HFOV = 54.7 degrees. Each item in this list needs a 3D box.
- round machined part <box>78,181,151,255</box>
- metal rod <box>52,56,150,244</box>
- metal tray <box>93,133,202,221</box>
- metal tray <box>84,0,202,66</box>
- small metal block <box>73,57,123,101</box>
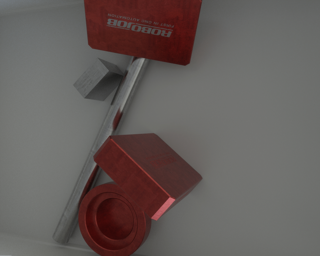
[{"bbox_3d":[-0.057,0.121,0.421,0.098,0.042,0.097,0,90,19],"label":"round machined part"},{"bbox_3d":[-0.085,0.030,0.438,0.025,0.025,0.298,28,99,17],"label":"metal rod"},{"bbox_3d":[-0.006,0.047,0.356,0.090,0.130,0.030,42,103,15],"label":"metal tray"},{"bbox_3d":[-0.021,-0.129,0.368,0.131,0.030,0.089,11,138,3],"label":"metal tray"},{"bbox_3d":[-0.081,-0.065,0.425,0.050,0.050,0.025,-44,77,14],"label":"small metal block"}]
